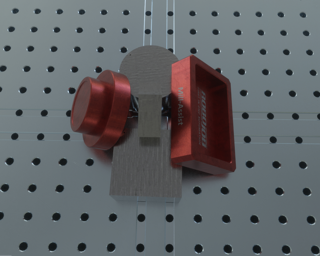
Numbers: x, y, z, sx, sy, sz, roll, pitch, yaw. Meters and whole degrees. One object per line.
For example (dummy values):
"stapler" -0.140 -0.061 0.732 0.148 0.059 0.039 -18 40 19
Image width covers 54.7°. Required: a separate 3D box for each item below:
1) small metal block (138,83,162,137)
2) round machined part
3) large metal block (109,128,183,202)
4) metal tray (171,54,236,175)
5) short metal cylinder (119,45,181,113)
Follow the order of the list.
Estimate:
"small metal block" -0.012 -0.022 0.361 0.025 0.050 0.050 1 112 -3
"round machined part" -0.077 -0.024 0.377 0.042 0.098 0.098 14 67 -31
"large metal block" -0.015 0.047 0.381 0.080 0.050 0.080 2 70 1
"metal tray" 0.055 -0.014 0.384 0.030 0.090 0.130 -17 63 40
"short metal cylinder" -0.012 -0.064 0.421 0.081 0.050 0.080 0 70 0
